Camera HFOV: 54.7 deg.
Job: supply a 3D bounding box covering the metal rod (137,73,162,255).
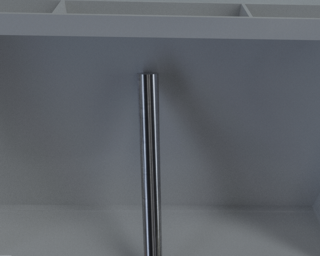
[{"bbox_3d":[-0.011,0.080,0.399,0.025,0.025,0.298,-1,106,0],"label":"metal rod"}]
